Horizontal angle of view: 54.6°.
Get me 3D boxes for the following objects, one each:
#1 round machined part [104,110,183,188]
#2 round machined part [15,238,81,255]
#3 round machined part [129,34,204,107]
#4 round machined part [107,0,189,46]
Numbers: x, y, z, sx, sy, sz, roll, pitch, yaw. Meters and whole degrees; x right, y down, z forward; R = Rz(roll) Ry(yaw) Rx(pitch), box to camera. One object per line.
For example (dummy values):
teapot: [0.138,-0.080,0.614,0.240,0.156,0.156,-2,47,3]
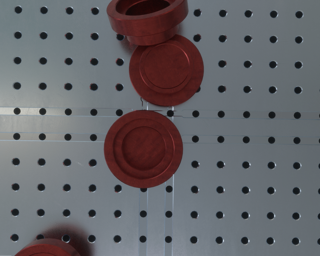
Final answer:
round machined part: [-0.020,0.026,0.405,0.099,0.042,0.097,0,90,0]
round machined part: [-0.145,0.192,0.404,0.099,0.042,0.097,0,90,0]
round machined part: [0.008,-0.077,0.405,0.099,0.042,0.097,0,90,0]
round machined part: [-0.013,-0.139,0.387,0.098,0.098,0.042,-14,134,0]
